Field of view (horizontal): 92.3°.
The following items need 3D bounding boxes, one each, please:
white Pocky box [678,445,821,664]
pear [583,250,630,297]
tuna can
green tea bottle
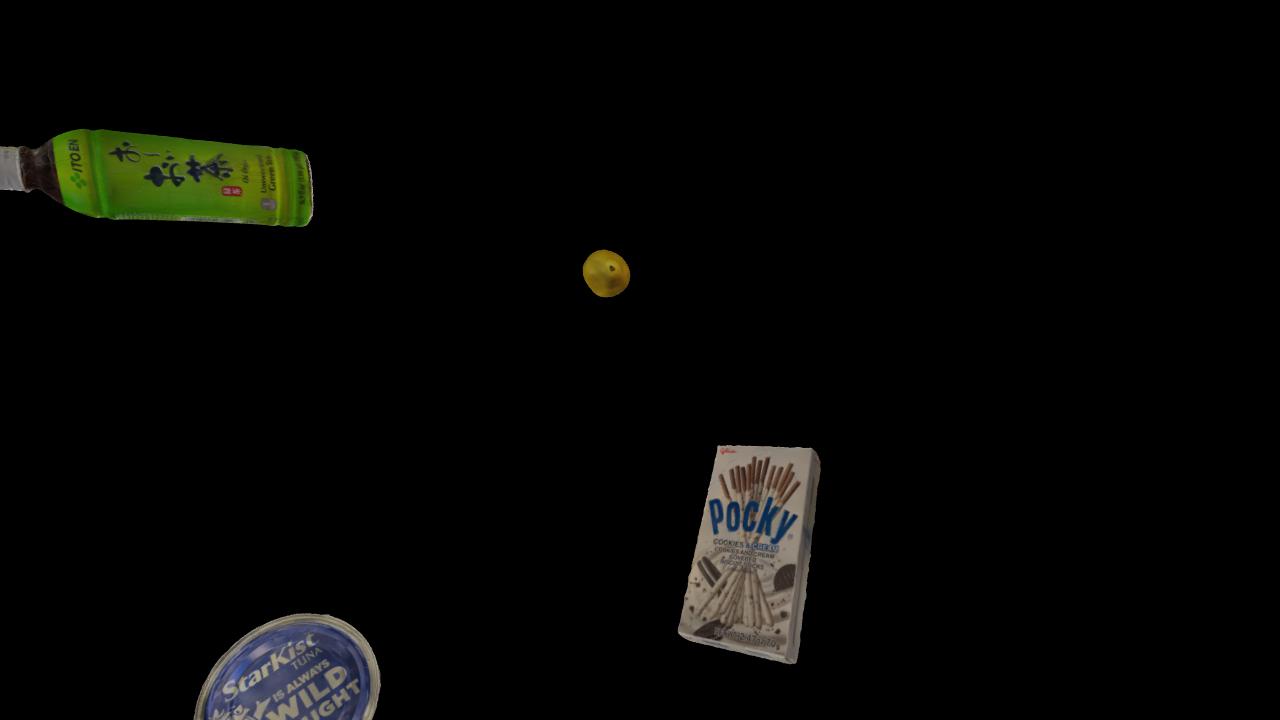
[{"bbox_3d":[0.086,0.140,0.468,0.084,0.154,0.028,-3,-34,32],"label":"white Pocky box"},{"bbox_3d":[-0.047,-0.141,0.997,0.080,0.080,0.111,0,7,-21],"label":"pear"},{"bbox_3d":[-0.186,0.183,0.329,0.084,0.084,0.034,0,-36,-30],"label":"tuna can"},{"bbox_3d":[-0.389,-0.147,0.503,0.212,0.073,0.073,-8,5,-36],"label":"green tea bottle"}]
